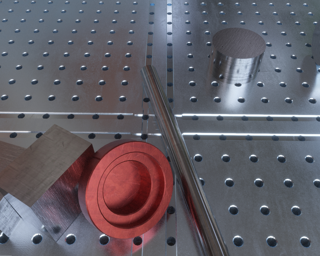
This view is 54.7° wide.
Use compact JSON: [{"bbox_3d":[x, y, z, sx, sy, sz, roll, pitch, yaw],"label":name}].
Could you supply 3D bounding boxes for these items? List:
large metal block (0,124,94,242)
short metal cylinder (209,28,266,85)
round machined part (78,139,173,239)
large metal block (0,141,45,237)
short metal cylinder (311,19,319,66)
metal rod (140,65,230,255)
[{"bbox_3d":[-0.109,0.057,0.323,0.050,0.080,0.080,25,54,20],"label":"large metal block"},{"bbox_3d":[0.120,-0.114,0.488,0.080,0.050,0.080,0,50,0],"label":"short metal cylinder"},{"bbox_3d":[-0.038,0.060,0.322,0.099,0.098,0.042,-37,23,-27],"label":"round machined part"},{"bbox_3d":[-0.185,0.061,0.339,0.080,0.050,0.080,14,51,12],"label":"large metal block"},{"bbox_3d":[0.285,-0.139,0.491,0.050,0.080,0.080,0,50,0],"label":"short metal cylinder"},{"bbox_3d":[0.020,0.023,0.388,0.025,0.025,0.300,-11,51,-10],"label":"metal rod"}]
